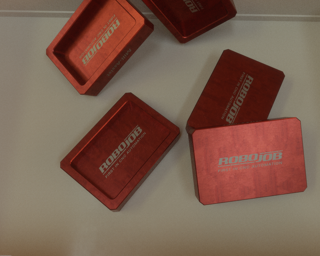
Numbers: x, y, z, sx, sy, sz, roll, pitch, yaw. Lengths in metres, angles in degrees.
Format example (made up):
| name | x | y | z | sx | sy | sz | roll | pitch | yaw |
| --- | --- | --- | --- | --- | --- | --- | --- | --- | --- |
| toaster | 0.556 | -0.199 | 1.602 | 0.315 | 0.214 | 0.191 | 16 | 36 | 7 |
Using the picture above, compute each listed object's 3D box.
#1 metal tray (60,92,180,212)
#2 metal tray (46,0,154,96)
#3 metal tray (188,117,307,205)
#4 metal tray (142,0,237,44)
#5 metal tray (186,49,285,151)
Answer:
| name | x | y | z | sx | sy | sz | roll | pitch | yaw |
| --- | --- | --- | --- | --- | --- | --- | --- | --- | --- |
| metal tray | -0.048 | 0.028 | 0.395 | 0.090 | 0.030 | 0.130 | 37 | 74 | 12 |
| metal tray | -0.083 | -0.118 | 0.415 | 0.130 | 0.030 | 0.090 | -46 | 76 | 16 |
| metal tray | 0.105 | 0.038 | 0.377 | 0.131 | 0.030 | 0.089 | -7 | 93 | -3 |
| metal tray | 0.032 | -0.175 | 0.402 | 0.090 | 0.130 | 0.030 | -23 | 57 | 26 |
| metal tray | 0.102 | -0.035 | 0.421 | 0.090 | 0.030 | 0.130 | 26 | 72 | 8 |
